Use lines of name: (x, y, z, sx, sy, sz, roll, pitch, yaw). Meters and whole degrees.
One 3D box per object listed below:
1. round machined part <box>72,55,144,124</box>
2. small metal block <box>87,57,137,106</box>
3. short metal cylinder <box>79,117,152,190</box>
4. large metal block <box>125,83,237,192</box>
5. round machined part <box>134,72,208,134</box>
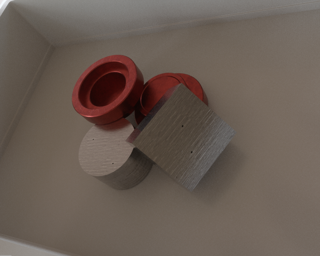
round machined part: (-0.065, -0.047, 0.417, 0.098, 0.042, 0.098, -13, 56, 20)
small metal block: (-0.071, -0.070, 0.465, 0.050, 0.050, 0.025, -39, 51, 2)
short metal cylinder: (-0.055, 0.032, 0.395, 0.080, 0.050, 0.080, -13, 56, 20)
large metal block: (0.021, 0.010, 0.342, 0.080, 0.080, 0.050, -51, 11, -9)
round machined part: (0.009, -0.033, 0.405, 0.098, 0.042, 0.098, -13, 56, 20)
